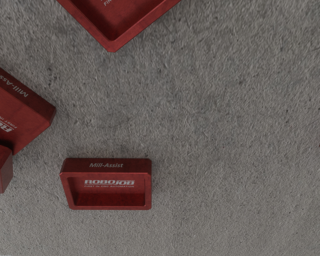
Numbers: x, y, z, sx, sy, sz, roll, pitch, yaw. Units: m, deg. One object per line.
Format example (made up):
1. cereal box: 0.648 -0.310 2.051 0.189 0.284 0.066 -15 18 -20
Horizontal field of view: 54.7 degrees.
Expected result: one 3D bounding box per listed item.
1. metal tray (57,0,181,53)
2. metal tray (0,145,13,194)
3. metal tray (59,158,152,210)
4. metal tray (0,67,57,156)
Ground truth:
1. metal tray: -0.028 -0.141 0.282 0.130 0.030 0.090 -31 124 24
2. metal tray: -0.267 0.038 0.410 0.131 0.030 0.089 21 141 -9
3. metal tray: -0.078 0.088 0.477 0.131 0.030 0.089 0 130 -1
4. metal tray: -0.208 -0.029 0.377 0.090 0.030 0.130 -34 123 25
